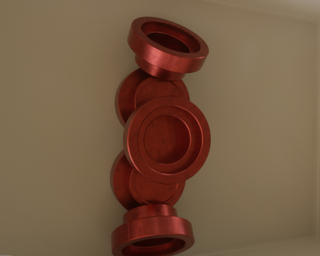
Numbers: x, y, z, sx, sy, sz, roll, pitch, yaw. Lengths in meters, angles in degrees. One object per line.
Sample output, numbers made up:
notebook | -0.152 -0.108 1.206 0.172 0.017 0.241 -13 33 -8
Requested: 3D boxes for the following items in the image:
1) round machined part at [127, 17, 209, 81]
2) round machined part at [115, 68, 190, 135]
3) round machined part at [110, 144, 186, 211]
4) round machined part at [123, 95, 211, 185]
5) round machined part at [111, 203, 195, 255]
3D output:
round machined part | 0.007 -0.095 0.384 0.099 0.098 0.042 8 130 -20
round machined part | -0.005 -0.032 0.398 0.099 0.042 0.097 0 90 -21
round machined part | -0.011 0.065 0.396 0.099 0.042 0.097 0 90 -21
round machined part | 0.005 0.013 0.357 0.099 0.042 0.097 0 90 -21
round machined part | -0.010 0.126 0.378 0.099 0.097 0.042 7 50 -20
